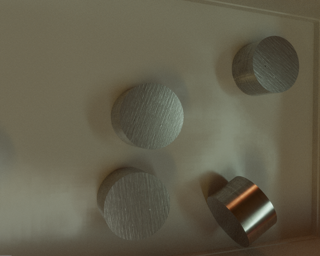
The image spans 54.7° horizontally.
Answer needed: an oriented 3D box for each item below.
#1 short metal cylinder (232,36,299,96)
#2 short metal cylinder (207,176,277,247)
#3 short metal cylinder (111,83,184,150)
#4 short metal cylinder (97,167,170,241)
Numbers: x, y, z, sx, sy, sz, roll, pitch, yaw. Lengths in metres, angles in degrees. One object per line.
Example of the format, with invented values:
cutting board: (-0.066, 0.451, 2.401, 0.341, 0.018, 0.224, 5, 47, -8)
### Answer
short metal cylinder: (0.155, -0.089, 0.456, 0.081, 0.050, 0.079, 0, 90, -21)
short metal cylinder: (0.111, 0.113, 0.424, 0.050, 0.080, 0.080, -32, 101, -17)
short metal cylinder: (-0.017, -0.014, 0.392, 0.081, 0.050, 0.079, 0, 90, -21)
short metal cylinder: (-0.034, 0.092, 0.386, 0.081, 0.050, 0.079, 0, 90, -21)
